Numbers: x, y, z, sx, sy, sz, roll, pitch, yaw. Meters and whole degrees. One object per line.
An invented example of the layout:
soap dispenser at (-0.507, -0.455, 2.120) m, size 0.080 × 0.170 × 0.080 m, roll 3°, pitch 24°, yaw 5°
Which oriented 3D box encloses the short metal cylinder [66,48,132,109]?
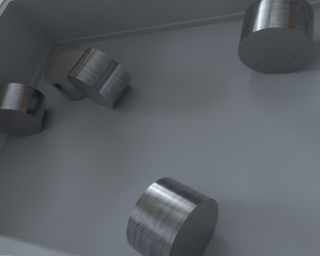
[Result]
short metal cylinder at (-0.089, -0.072, 0.460) m, size 0.080 × 0.080 × 0.050 m, roll 23°, pitch 74°, yaw 36°

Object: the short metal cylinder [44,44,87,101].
short metal cylinder at (-0.144, -0.092, 0.520) m, size 0.080 × 0.050 × 0.080 m, roll -13°, pitch 56°, yaw 20°

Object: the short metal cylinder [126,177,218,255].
short metal cylinder at (0.014, 0.095, 0.304) m, size 0.050 × 0.080 × 0.080 m, roll 22°, pitch 73°, yaw 36°

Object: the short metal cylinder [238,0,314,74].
short metal cylinder at (0.136, -0.108, 0.365) m, size 0.080 × 0.080 × 0.050 m, roll 1°, pitch 63°, yaw 28°

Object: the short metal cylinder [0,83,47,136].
short metal cylinder at (-0.232, -0.029, 0.507) m, size 0.080 × 0.080 × 0.050 m, roll -14°, pitch 56°, yaw 20°
